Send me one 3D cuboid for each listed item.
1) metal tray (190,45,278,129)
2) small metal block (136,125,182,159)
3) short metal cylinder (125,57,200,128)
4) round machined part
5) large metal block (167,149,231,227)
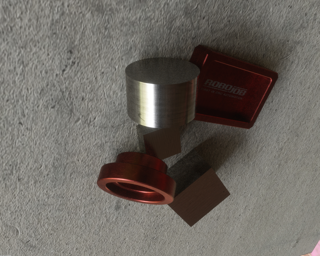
[{"bbox_3d":[0.090,-0.051,0.421,0.131,0.030,0.089,8,114,-32],"label":"metal tray"},{"bbox_3d":[-0.001,0.015,0.416,0.050,0.025,0.050,-20,126,-17],"label":"small metal block"},{"bbox_3d":[0.003,-0.042,0.347,0.081,0.080,0.050,-13,124,-21],"label":"short metal cylinder"},{"bbox_3d":[-0.027,0.063,0.398,0.098,0.098,0.042,37,55,-39],"label":"round machined part"},{"bbox_3d":[0.050,0.093,0.475,0.080,0.050,0.080,-39,130,-2],"label":"large metal block"}]
